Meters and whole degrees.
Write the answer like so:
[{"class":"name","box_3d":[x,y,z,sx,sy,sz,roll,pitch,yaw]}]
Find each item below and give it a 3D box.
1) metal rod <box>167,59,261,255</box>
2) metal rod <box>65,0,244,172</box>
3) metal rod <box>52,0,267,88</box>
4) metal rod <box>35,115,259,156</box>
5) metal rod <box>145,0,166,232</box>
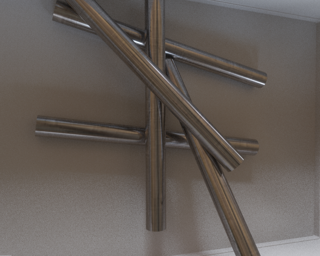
[{"class":"metal rod","box_3d":[0.060,0.047,0.370,0.025,0.025,0.299,-15,71,-19]},{"class":"metal rod","box_3d":[-0.016,-0.067,0.354,0.025,0.025,0.300,-44,91,-15]},{"class":"metal rod","box_3d":[0.015,-0.105,0.415,0.302,0.025,0.025,14,86,-20]},{"class":"metal rod","box_3d":[-0.002,0.013,0.409,0.302,0.025,0.025,6,88,-20]},{"class":"metal rod","box_3d":[-0.006,-0.026,0.380,0.025,0.025,0.298,0,90,-20]}]
